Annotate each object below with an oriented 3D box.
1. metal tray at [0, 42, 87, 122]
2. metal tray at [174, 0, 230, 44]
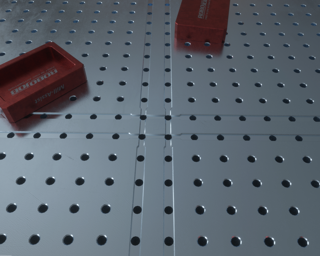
[{"bbox_3d":[-0.189,-0.073,0.463,0.090,0.030,0.131,38,59,27],"label":"metal tray"},{"bbox_3d":[0.083,-0.213,0.585,0.090,0.030,0.130,9,50,7],"label":"metal tray"}]
